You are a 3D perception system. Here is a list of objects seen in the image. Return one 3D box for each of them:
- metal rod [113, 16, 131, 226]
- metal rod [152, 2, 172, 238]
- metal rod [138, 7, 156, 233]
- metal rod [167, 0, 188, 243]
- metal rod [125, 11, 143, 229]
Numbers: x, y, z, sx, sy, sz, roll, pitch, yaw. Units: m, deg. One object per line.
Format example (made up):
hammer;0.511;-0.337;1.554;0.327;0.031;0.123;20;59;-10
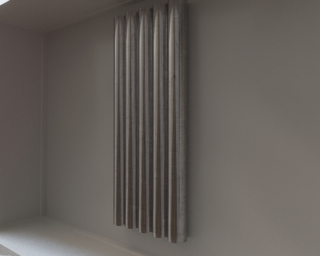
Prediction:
metal rod;-0.055;-0.010;0.451;0.025;0.025;0.298;0;90;40
metal rod;0.003;-0.010;0.403;0.025;0.025;0.298;0;90;40
metal rod;-0.017;-0.011;0.419;0.025;0.025;0.298;0;90;40
metal rod;0.022;-0.009;0.387;0.025;0.025;0.298;0;90;40
metal rod;-0.037;-0.011;0.436;0.025;0.025;0.298;0;90;40
